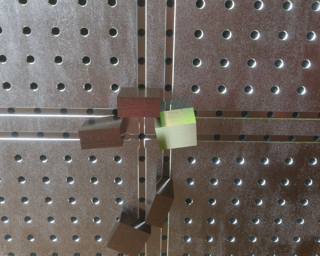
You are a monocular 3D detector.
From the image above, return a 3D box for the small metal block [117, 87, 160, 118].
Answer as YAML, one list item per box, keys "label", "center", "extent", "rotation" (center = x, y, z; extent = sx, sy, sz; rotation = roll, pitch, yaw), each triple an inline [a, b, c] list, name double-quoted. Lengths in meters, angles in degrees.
- label: "small metal block"
  center: [-0.025, -0.033, 0.388]
  extent: [0.050, 0.050, 0.025]
  rotation: [1, 110, -1]

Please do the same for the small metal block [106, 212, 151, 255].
- label: "small metal block"
  center: [-0.047, 0.164, 0.473]
  extent: [0.050, 0.025, 0.050]
  rotation: [25, 108, -10]

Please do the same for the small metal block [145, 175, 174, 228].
- label: "small metal block"
  center: [-0.001, 0.103, 0.438]
  extent: [0.025, 0.050, 0.050]
  rotation: [17, 109, -7]

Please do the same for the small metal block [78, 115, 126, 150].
- label: "small metal block"
  center: [-0.073, 0.004, 0.401]
  extent: [0.050, 0.050, 0.025]
  rotation: [-5, 110, 1]

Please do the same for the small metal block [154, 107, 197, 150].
- label: "small metal block"
  center: [0.021, 0.002, 0.402]
  extent: [0.050, 0.025, 0.050]
  rotation: [-8, 143, 2]
